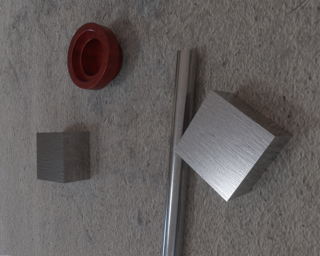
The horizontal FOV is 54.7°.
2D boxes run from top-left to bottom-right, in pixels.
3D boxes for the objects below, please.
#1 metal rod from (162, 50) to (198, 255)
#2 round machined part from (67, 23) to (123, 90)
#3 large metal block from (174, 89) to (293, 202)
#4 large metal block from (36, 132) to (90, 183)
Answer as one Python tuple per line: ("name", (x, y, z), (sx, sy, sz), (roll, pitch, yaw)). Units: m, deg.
("metal rod", (0.023, 0.056, 0.386), (0.025, 0.025, 0.298), (7, 94, 40))
("round machined part", (-0.095, -0.106, 0.472), (0.098, 0.042, 0.097), (0, 90, 40))
("large metal block", (0.075, 0.016, 0.327), (0.080, 0.050, 0.080), (43, 116, 31))
("large metal block", (-0.164, 0.047, 0.525), (0.080, 0.050, 0.080), (-2, 89, 40))
